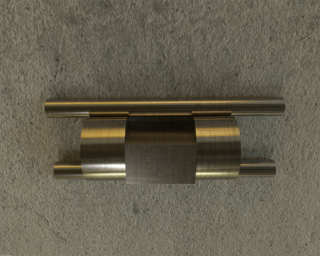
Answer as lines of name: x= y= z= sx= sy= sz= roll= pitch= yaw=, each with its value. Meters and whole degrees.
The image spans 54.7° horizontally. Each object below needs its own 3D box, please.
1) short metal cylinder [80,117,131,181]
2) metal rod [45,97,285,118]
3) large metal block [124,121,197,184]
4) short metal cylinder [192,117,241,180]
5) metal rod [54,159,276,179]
short metal cylinder: x=-0.065 y=0.026 z=0.390 sx=0.050 sy=0.080 sz=0.079 roll=-1 pitch=110 yaw=0
metal rod: x=0.007 y=-0.027 z=0.401 sx=0.302 sy=0.025 sz=0.025 roll=-1 pitch=110 yaw=0
large metal block: x=0.001 y=0.028 z=0.389 sx=0.081 sy=0.080 sz=0.050 roll=0 pitch=110 yaw=0
short metal cylinder: x=0.067 y=0.025 z=0.391 sx=0.050 sy=0.080 sz=0.079 roll=-1 pitch=110 yaw=0
metal rod: x=0.007 y=0.058 z=0.432 sx=0.302 sy=0.025 sz=0.025 roll=-1 pitch=110 yaw=0
